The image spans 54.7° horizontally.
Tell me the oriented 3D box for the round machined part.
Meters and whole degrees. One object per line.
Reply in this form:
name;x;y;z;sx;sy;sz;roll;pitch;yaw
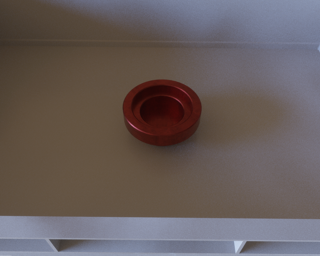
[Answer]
round machined part;0.003;-0.015;0.402;0.099;0.042;0.098;0;50;0
